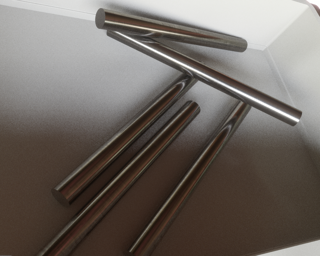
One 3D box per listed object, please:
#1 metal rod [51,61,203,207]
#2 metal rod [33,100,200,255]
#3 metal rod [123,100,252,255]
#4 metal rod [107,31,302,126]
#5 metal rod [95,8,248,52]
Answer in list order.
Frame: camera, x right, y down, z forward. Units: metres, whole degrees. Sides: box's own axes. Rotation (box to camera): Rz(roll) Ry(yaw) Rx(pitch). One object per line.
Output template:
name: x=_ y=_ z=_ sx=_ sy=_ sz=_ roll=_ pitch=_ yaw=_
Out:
metal rod: x=-0.017 y=-0.013 z=0.404 sx=0.025 sy=0.025 sz=0.302 roll=43 pitch=51 yaw=1
metal rod: x=-0.035 y=0.054 z=0.353 sx=0.025 sy=0.025 sz=0.302 roll=44 pitch=51 yaw=2
metal rod: x=0.054 y=0.047 z=0.405 sx=0.025 sy=0.025 sz=0.301 roll=43 pitch=51 yaw=1
metal rod: x=0.062 y=-0.081 z=0.451 sx=0.301 sy=0.025 sz=0.025 roll=27 pitch=52 yaw=2
metal rod: x=0.040 y=-0.146 z=0.485 sx=0.302 sy=0.025 sz=0.025 roll=-5 pitch=64 yaw=-41
